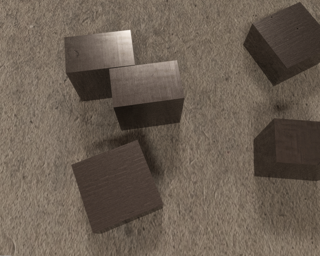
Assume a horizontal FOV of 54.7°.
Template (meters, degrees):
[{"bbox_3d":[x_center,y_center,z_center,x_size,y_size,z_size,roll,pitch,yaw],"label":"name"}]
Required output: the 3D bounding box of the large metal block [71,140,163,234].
[{"bbox_3d":[-0.049,0.071,0.368,0.080,0.050,0.080,-21,72,-8],"label":"large metal block"}]

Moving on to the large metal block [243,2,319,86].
[{"bbox_3d":[0.180,-0.119,0.441,0.080,0.050,0.080,-26,72,-10],"label":"large metal block"}]

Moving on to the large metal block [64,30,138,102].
[{"bbox_3d":[-0.073,-0.079,0.407,0.081,0.080,0.050,-8,71,-3],"label":"large metal block"}]

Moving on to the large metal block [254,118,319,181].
[{"bbox_3d":[0.164,0.029,0.370,0.081,0.080,0.050,4,70,1],"label":"large metal block"}]

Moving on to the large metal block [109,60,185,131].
[{"bbox_3d":[-0.016,-0.038,0.393,0.081,0.080,0.050,-8,71,-3],"label":"large metal block"}]
